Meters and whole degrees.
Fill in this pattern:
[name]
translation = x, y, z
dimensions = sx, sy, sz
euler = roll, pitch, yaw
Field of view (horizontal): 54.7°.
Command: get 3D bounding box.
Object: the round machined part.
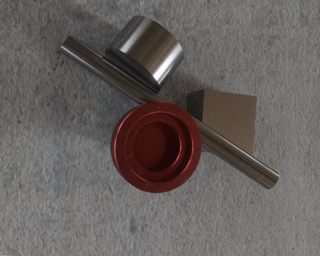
[round machined part]
translation = -0.007, 0.020, 0.347
dimensions = 0.099, 0.042, 0.097
euler = -1, 92, -20

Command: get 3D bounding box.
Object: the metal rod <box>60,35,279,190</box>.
[metal rod]
translation = 0.014, -0.017, 0.377
dimensions = 0.301, 0.025, 0.025
euler = 33, 79, -3

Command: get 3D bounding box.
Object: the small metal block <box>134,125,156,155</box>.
[small metal block]
translation = -0.026, 0.008, 0.389
dimensions = 0.025, 0.050, 0.050
euler = -2, 91, -20

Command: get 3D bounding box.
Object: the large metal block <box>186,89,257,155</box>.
[large metal block]
translation = 0.083, -0.007, 0.429
dimensions = 0.081, 0.050, 0.080
euler = 5, 89, -20

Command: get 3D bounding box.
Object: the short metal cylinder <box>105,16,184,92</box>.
[short metal cylinder]
translation = -0.018, -0.087, 0.375
dimensions = 0.080, 0.080, 0.050
euler = 39, 78, -16
